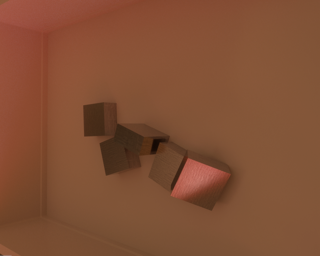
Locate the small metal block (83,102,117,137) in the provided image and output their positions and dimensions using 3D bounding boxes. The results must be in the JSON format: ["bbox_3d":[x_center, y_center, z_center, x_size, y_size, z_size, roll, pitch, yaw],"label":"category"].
[{"bbox_3d":[-0.094,-0.012,0.484,0.050,0.025,0.050,-3,88,40],"label":"small metal block"}]

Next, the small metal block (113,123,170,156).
[{"bbox_3d":[-0.024,0.014,0.411,0.050,0.050,0.025,25,106,37],"label":"small metal block"}]

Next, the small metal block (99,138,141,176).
[{"bbox_3d":[-0.059,0.039,0.456,0.050,0.025,0.050,-22,76,38],"label":"small metal block"}]

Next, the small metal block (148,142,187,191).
[{"bbox_3d":[0.018,0.051,0.392,0.050,0.025,0.050,29,108,36],"label":"small metal block"}]

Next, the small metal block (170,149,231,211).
[{"bbox_3d":[0.045,0.059,0.353,0.050,0.025,0.050,21,108,-4],"label":"small metal block"}]
